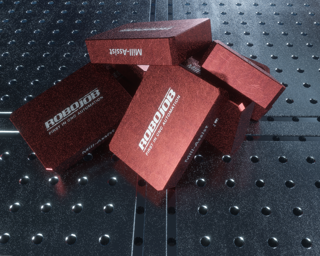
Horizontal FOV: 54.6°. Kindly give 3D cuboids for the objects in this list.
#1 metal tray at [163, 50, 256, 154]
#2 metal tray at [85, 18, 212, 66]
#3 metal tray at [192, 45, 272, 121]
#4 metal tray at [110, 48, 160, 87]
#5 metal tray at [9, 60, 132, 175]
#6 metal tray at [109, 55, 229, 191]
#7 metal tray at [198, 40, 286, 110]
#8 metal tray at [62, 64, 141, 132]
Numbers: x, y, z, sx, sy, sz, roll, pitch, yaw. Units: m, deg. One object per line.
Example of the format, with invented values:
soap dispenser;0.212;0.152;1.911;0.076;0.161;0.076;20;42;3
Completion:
metal tray;0.051;-0.034;0.396;0.130;0.090;0.030;37;60;27
metal tray;-0.014;-0.106;0.379;0.130;0.030;0.090;10;33;34
metal tray;0.091;-0.072;0.437;0.131;0.030;0.090;21;50;-9
metal tray;-0.005;-0.109;0.472;0.131;0.030;0.090;-26;56;-38
metal tray;-0.104;-0.016;0.388;0.130;0.030;0.090;-38;75;-14
metal tray;0.006;-0.006;0.353;0.090;0.129;0.030;36;17;25
metal tray;0.098;-0.071;0.383;0.090;0.030;0.130;34;20;1
metal tray;-0.081;-0.048;0.443;0.090;0.030;0.131;32;57;24
